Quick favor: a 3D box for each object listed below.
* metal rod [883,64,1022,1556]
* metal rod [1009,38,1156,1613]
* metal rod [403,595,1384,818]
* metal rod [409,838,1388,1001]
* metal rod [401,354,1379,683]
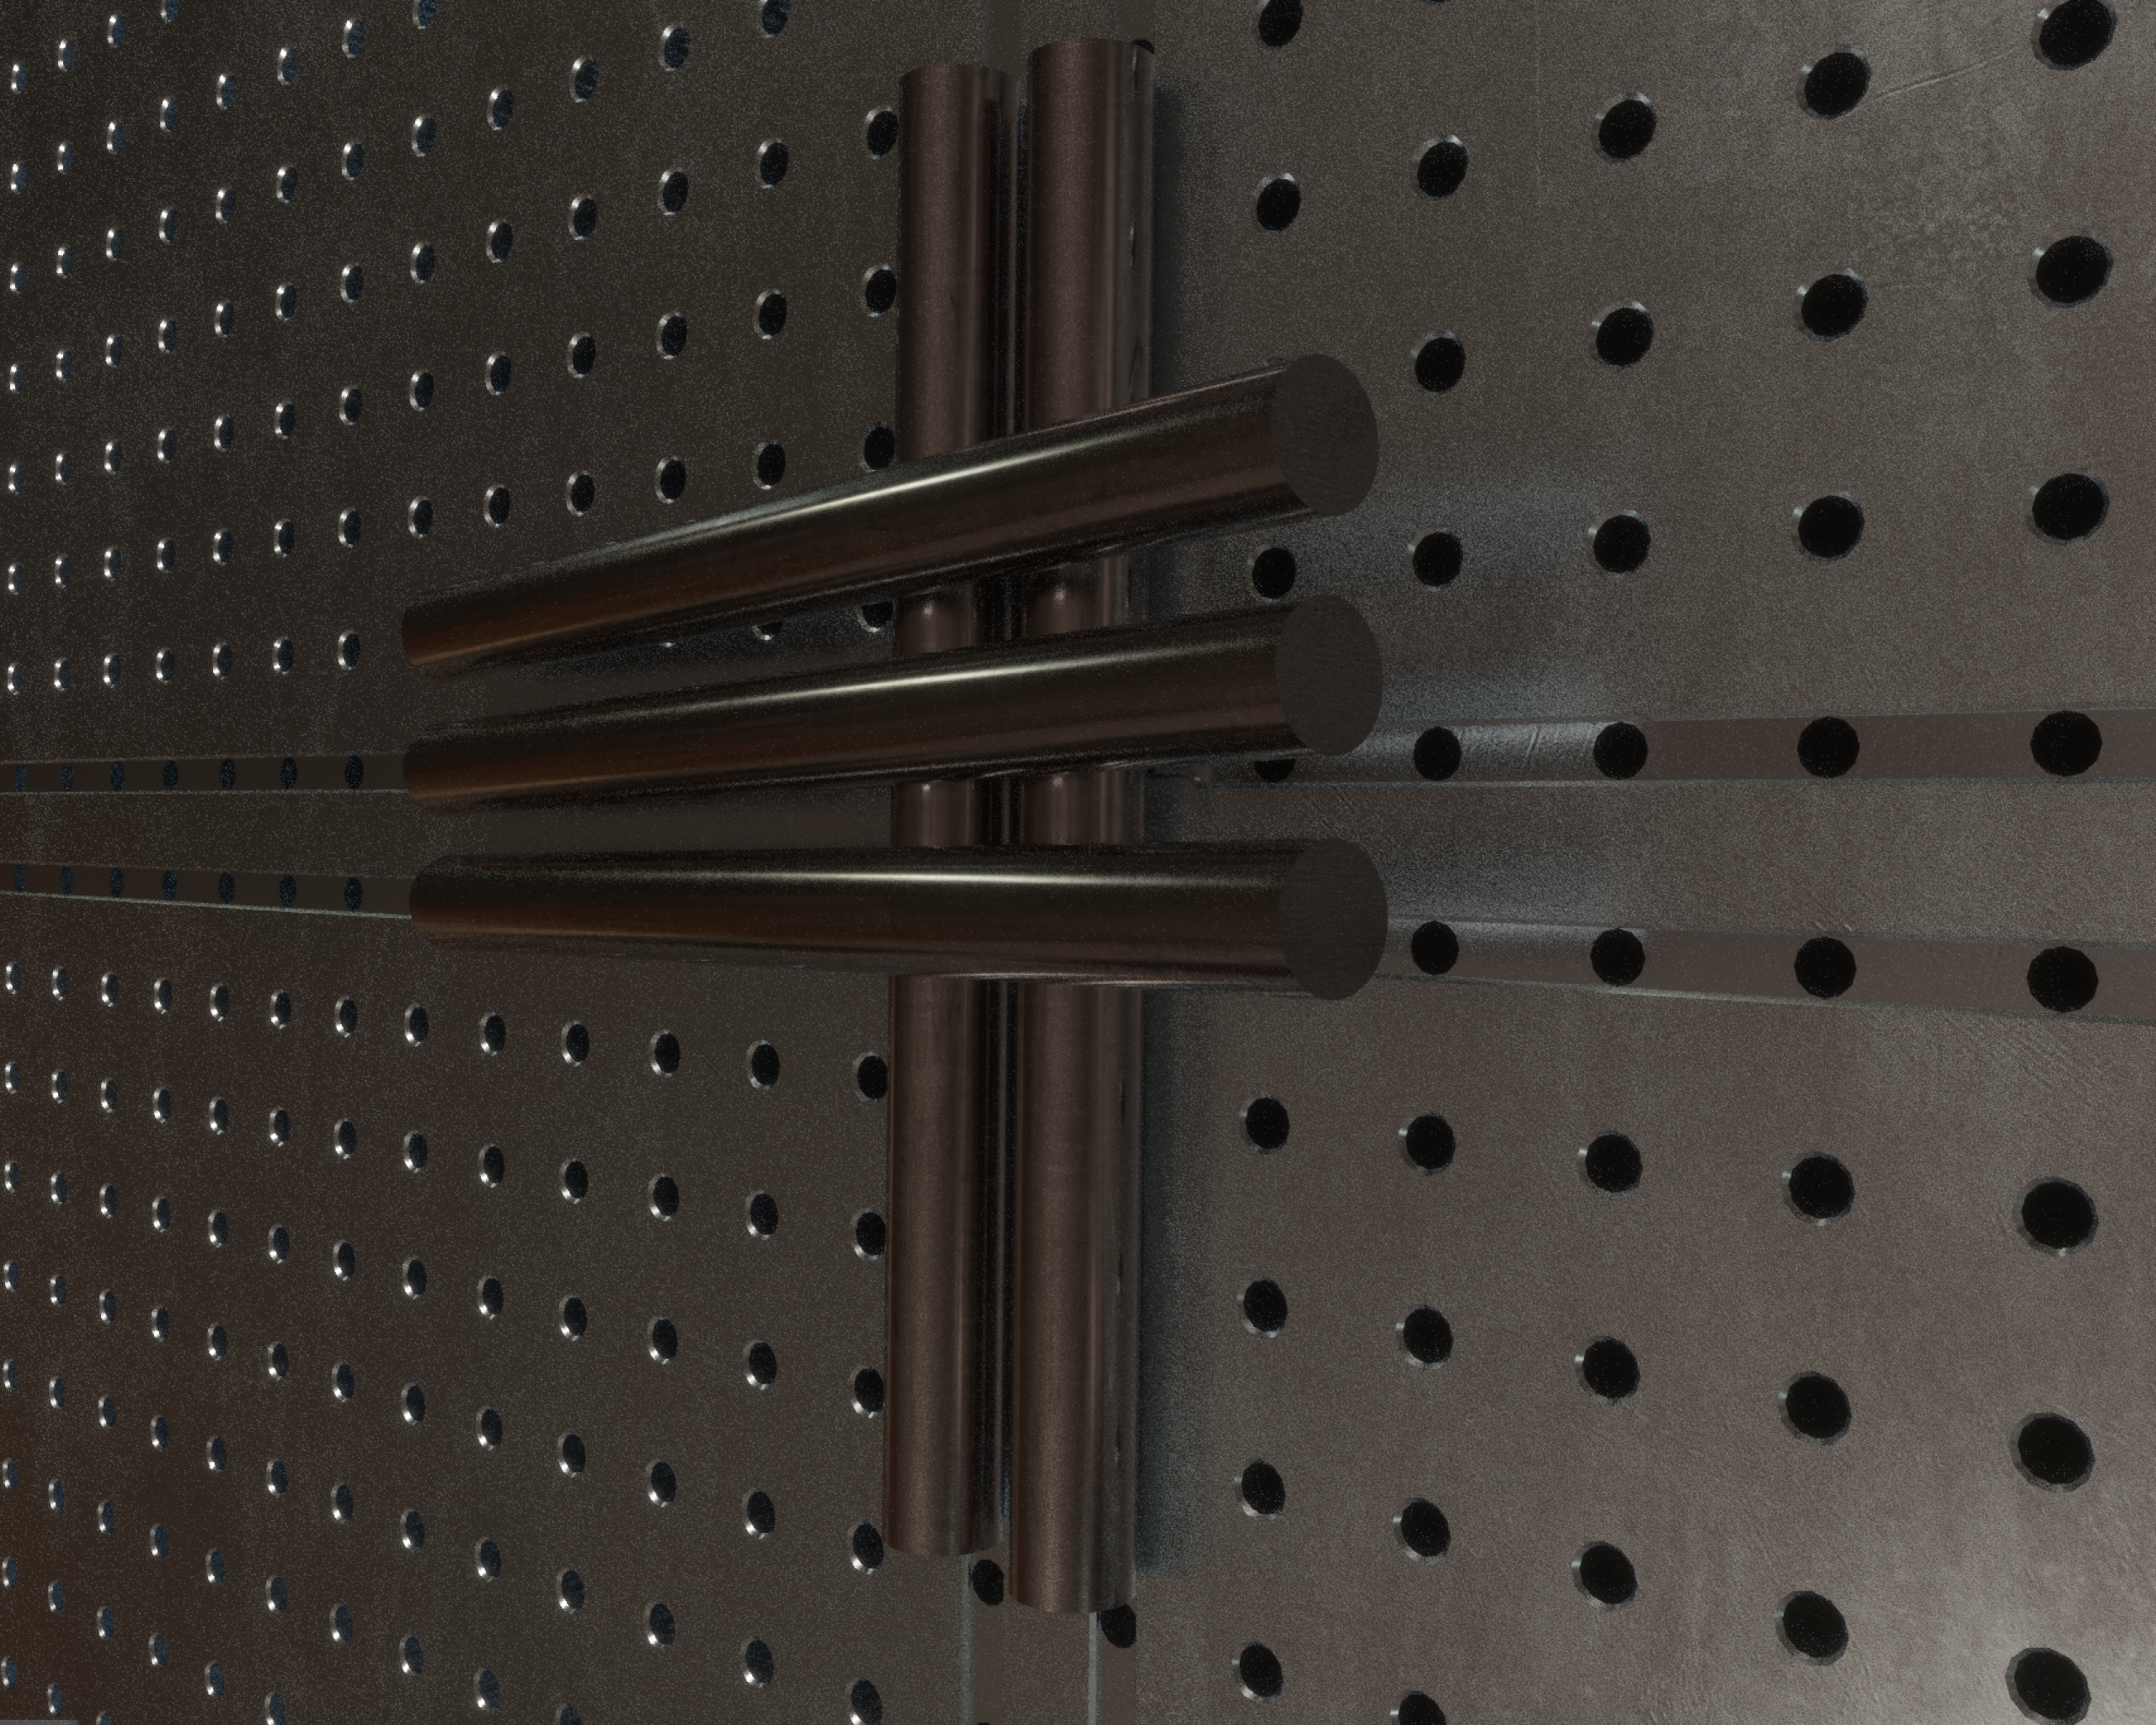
[{"bbox_3d":[-0.026,-0.010,0.429,0.025,0.025,0.298,1,91,39],"label":"metal rod"},{"bbox_3d":[0.001,-0.007,0.407,0.025,0.025,0.298,1,91,39],"label":"metal rod"},{"bbox_3d":[-0.062,-0.026,0.431,0.300,0.025,0.025,-1,89,48],"label":"metal rod"},{"bbox_3d":[-0.061,0.009,0.430,0.300,0.025,0.025,0,90,48],"label":"metal rod"},{"bbox_3d":[-0.063,-0.063,0.432,0.300,0.025,0.025,-2,89,47],"label":"metal rod"}]
